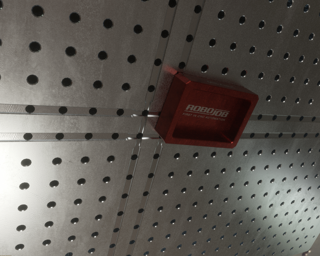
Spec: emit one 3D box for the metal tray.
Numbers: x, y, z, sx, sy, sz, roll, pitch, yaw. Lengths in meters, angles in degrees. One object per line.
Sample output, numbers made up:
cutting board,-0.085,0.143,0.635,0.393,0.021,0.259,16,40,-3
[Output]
metal tray,0.067,-0.020,0.434,0.131,0.030,0.089,6,115,-32
